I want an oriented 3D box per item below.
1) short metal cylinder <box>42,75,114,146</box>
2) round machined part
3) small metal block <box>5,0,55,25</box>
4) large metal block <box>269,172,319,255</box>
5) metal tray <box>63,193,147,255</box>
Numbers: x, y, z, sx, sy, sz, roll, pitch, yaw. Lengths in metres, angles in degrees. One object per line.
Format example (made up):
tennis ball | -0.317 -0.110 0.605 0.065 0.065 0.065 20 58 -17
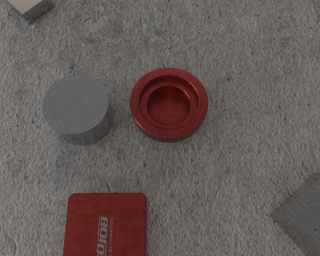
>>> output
short metal cylinder | -0.103 -0.022 0.402 0.081 0.050 0.080 0 70 0
round machined part | 0.012 -0.027 0.409 0.099 0.042 0.098 0 70 0
small metal block | -0.202 -0.196 0.478 0.050 0.025 0.050 43 75 14
large metal block | 0.191 0.105 0.358 0.080 0.050 0.080 -38 75 -13
metal tray | -0.061 0.142 0.353 0.091 0.030 0.130 0 70 0
